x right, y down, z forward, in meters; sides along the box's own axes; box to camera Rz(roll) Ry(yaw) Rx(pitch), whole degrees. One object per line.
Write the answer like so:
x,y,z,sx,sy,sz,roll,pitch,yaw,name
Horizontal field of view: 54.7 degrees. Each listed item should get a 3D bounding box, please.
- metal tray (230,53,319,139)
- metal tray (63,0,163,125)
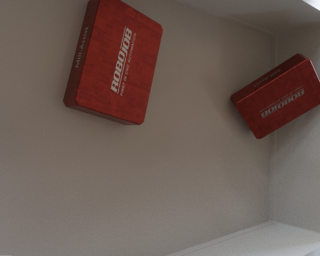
0.196,-0.050,0.514,0.130,0.030,0.090,-33,120,13,metal tray
-0.050,-0.076,0.361,0.091,0.030,0.129,18,78,-39,metal tray
